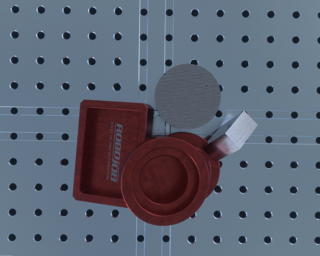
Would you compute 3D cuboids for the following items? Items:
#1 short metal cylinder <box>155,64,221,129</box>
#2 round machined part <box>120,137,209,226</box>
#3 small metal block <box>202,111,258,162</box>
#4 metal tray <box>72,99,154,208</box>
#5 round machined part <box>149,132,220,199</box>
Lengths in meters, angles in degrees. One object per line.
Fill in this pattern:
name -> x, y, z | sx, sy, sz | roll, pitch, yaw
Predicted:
short metal cylinder -> 0.034, -0.038, 0.401 | 0.081, 0.050, 0.079 | 0, 90, -1
round machined part -> 0.003, 0.058, 0.357 | 0.099, 0.042, 0.097 | 0, 92, -11
small metal block -> 0.088, 0.011, 0.392 | 0.025, 0.050, 0.050 | 47, 55, 0
metal tray -> -0.060, 0.031, 0.399 | 0.090, 0.030, 0.129 | 5, 90, 14
round machined part -> 0.030, 0.054, 0.404 | 0.099, 0.042, 0.097 | 0, 90, -1
